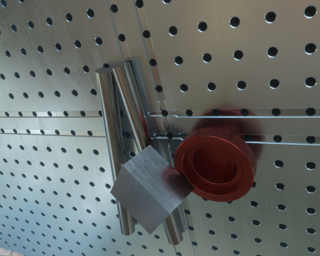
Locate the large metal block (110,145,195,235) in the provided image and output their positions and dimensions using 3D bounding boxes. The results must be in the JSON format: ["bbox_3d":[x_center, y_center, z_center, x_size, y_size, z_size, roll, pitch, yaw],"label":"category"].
[{"bbox_3d":[-0.013,0.083,0.410,0.080,0.050,0.080,43,141,13],"label":"large metal block"}]

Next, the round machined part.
[{"bbox_3d":[0.071,0.041,0.388,0.098,0.042,0.097,13,124,20],"label":"round machined part"}]

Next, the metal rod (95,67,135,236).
[{"bbox_3d":[-0.064,0.054,0.475,0.025,0.025,0.298,11,123,22],"label":"metal rod"}]

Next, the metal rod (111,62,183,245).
[{"bbox_3d":[-0.012,0.052,0.448,0.025,0.025,0.298,-2,118,29],"label":"metal rod"}]
